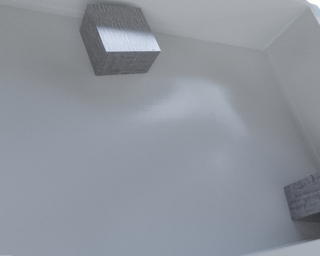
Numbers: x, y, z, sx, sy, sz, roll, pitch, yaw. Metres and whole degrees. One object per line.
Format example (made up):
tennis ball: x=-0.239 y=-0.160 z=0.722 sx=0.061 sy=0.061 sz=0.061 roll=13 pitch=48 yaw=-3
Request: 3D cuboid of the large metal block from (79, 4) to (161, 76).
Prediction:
large metal block: x=-0.057 y=-0.122 z=0.433 sx=0.081 sy=0.050 sz=0.080 roll=-10 pitch=67 yaw=-32

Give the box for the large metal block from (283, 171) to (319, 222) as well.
large metal block: x=0.241 y=0.099 z=0.439 sx=0.081 sy=0.080 sz=0.050 roll=11 pitch=57 yaw=-23
